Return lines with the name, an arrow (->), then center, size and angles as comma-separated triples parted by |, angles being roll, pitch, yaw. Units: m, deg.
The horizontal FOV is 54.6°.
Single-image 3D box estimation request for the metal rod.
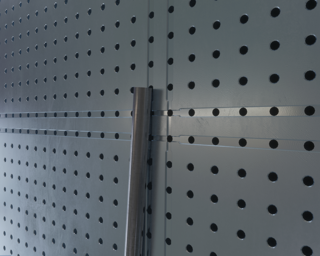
metal rod -> -0.033, 0.093, 0.437 | 0.025, 0.025, 0.298 | 6, 94, 40
